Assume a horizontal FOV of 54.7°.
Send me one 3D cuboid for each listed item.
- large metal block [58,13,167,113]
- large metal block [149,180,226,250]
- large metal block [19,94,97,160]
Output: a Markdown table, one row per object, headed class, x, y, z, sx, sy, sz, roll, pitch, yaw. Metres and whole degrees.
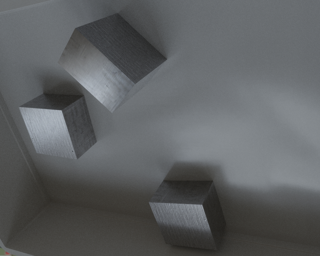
| class | x | y | z | sx | sy | sz | roll | pitch | yaw |
| --- | --- | --- | --- | --- | --- | --- | --- | --- | --- |
| large metal block | -0.051 | -0.076 | 0.351 | 0.080 | 0.080 | 0.050 | 43 | 129 | -2 |
| large metal block | 0.042 | 0.123 | 0.446 | 0.080 | 0.050 | 0.080 | -6 | 116 | 30 |
| large metal block | -0.152 | -0.004 | 0.468 | 0.080 | 0.050 | 0.079 | 5 | 121 | 25 |
